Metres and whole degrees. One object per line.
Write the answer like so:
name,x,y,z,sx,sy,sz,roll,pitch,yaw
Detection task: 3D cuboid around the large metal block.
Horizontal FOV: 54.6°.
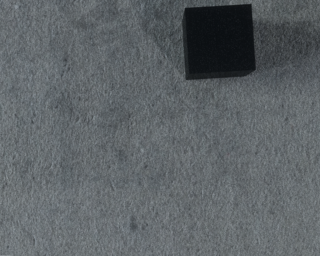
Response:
large metal block,0.073,-0.107,0.398,0.080,0.050,0.080,-4,90,0
